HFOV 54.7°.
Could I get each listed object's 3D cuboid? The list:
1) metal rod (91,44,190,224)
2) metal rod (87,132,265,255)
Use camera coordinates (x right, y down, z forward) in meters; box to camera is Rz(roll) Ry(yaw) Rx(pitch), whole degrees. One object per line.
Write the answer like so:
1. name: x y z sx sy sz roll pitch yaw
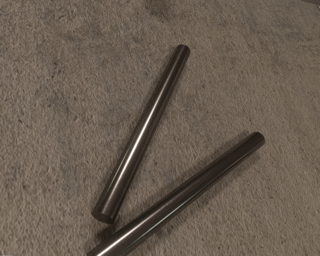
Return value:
1. metal rod: -0.011 -0.016 0.409 0.025 0.025 0.301 31 51 -9
2. metal rod: 0.044 0.073 0.384 0.302 0.025 0.025 -28 77 -38
